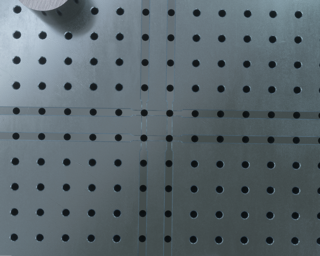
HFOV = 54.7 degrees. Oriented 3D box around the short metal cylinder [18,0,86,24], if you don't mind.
[{"bbox_3d":[-0.142,-0.182,0.399,0.081,0.050,0.079,0,90,0],"label":"short metal cylinder"}]
